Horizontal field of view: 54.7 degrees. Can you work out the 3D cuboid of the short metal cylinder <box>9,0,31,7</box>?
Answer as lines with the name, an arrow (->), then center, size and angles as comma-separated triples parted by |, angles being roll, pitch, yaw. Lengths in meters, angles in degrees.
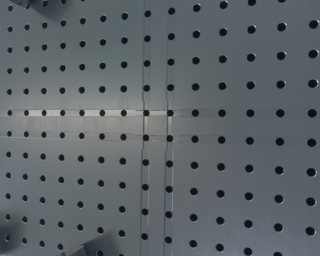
short metal cylinder -> -0.225, -0.228, 0.463 | 0.080, 0.080, 0.050 | 43, 104, 15

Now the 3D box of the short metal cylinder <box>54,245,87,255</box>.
short metal cylinder -> -0.136, 0.206, 0.431 | 0.080, 0.080, 0.050 | -25, 82, 18
